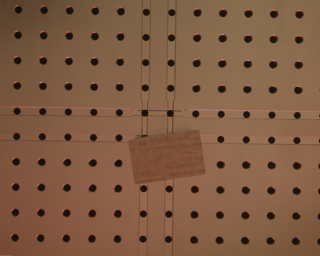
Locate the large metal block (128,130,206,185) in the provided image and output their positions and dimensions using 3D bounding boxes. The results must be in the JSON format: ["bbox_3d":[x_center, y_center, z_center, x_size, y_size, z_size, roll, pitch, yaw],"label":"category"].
[{"bbox_3d":[0.008,0.033,0.386,0.080,0.080,0.050,-8,90,0],"label":"large metal block"}]
